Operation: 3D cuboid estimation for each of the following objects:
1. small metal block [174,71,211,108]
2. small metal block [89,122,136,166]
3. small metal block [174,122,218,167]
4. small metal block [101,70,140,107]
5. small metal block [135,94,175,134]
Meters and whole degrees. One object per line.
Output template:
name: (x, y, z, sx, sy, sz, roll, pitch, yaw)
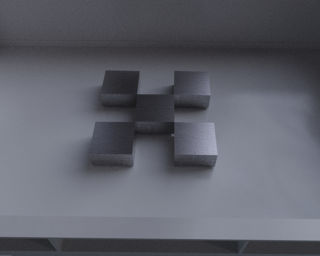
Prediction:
small metal block: (0.045, -0.057, 0.450, 0.050, 0.025, 0.050, 2, 50, 1)
small metal block: (-0.057, 0.019, 0.386, 0.050, 0.025, 0.050, 1, 50, 0)
small metal block: (0.043, 0.020, 0.385, 0.050, 0.025, 0.050, 1, 50, 1)
small metal block: (-0.056, -0.058, 0.450, 0.050, 0.025, 0.050, 1, 50, 1)
small metal block: (-0.006, -0.019, 0.418, 0.050, 0.025, 0.050, 0, 50, 0)
